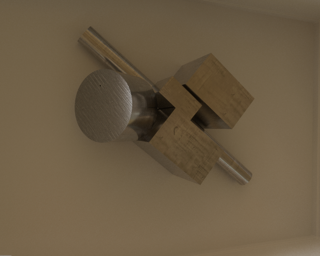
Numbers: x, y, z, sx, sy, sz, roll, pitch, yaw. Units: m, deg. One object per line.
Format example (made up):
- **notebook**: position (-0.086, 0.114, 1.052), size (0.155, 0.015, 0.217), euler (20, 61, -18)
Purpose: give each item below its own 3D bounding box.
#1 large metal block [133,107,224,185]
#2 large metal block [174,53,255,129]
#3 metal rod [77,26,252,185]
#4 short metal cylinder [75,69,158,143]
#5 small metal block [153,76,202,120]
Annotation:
- **large metal block**: position (0.018, 0.021, 0.388), size (0.080, 0.080, 0.050), euler (41, 77, -16)
- **large metal block**: position (0.059, -0.044, 0.404), size (0.080, 0.080, 0.050), euler (42, 77, -16)
- **metal rod**: position (0.017, -0.020, 0.417), size (0.300, 0.025, 0.025), euler (41, 77, -16)
- **short metal cylinder**: position (-0.050, -0.024, 0.356), size (0.050, 0.080, 0.079), euler (1, 90, -60)
- **small metal block**: position (0.016, -0.034, 0.378), size (0.050, 0.050, 0.025), euler (43, 77, -16)
